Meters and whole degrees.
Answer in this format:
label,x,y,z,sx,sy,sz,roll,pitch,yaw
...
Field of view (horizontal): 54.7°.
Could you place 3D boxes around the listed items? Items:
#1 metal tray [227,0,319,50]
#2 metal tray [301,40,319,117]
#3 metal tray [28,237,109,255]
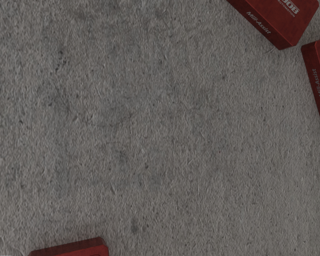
label,x,y,z,sx,sy,sz,roll,pitch,yaw
metal tray,0.171,-0.194,0.469,0.130,0.030,0.090,36,78,-17
metal tray,0.294,-0.088,0.515,0.091,0.030,0.129,-22,98,-19
metal tray,-0.104,0.206,0.368,0.091,0.030,0.129,-6,92,-20
